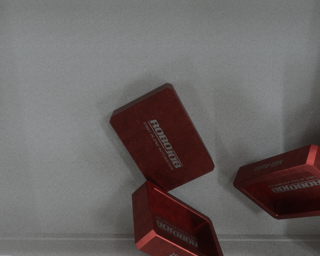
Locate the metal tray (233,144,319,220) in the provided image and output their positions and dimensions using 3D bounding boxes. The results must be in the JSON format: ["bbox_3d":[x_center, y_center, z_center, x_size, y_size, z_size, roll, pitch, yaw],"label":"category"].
[{"bbox_3d":[0.169,0.075,0.393,0.090,0.030,0.129,38,148,-10],"label":"metal tray"}]

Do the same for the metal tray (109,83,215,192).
[{"bbox_3d":[0.005,0.017,0.415,0.090,0.030,0.130,-27,108,9],"label":"metal tray"}]

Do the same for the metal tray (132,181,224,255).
[{"bbox_3d":[0.024,0.134,0.402,0.130,0.090,0.030,36,110,-26],"label":"metal tray"}]
